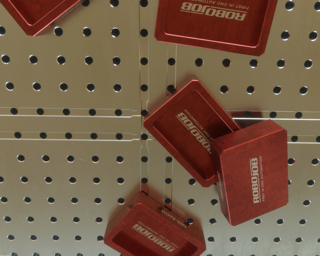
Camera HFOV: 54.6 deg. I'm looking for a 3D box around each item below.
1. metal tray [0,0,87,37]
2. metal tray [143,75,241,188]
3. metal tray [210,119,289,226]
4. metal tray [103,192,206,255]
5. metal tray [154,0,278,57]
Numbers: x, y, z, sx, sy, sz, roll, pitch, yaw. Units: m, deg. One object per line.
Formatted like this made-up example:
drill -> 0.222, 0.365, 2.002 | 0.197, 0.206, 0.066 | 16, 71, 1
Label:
metal tray -> -0.121, -0.176, 0.344 | 0.130, 0.030, 0.090 | -33, 107, 11
metal tray -> 0.053, 0.007, 0.413 | 0.090, 0.030, 0.130 | -40, 106, 13
metal tray -> 0.121, 0.062, 0.411 | 0.090, 0.030, 0.129 | -19, 120, -8
metal tray -> -0.007, 0.168, 0.472 | 0.130, 0.030, 0.090 | 37, 106, -13
metal tray -> 0.064, -0.139, 0.359 | 0.131, 0.030, 0.089 | 8, 110, -3
